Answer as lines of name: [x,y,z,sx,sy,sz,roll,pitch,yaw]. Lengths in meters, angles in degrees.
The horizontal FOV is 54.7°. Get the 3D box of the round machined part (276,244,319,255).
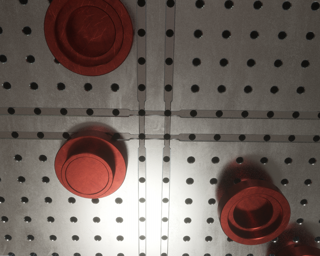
round machined part: [0.222,0.225,0.491,0.099,0.042,0.097,0,110,-1]

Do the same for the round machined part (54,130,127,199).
round machined part: [-0.095,0.056,0.424,0.099,0.042,0.097,0,110,-1]

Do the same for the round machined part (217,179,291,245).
round machined part: [0.132,0.117,0.449,0.099,0.042,0.097,0,110,-1]

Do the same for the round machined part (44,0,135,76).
round machined part: [-0.079,-0.113,0.362,0.099,0.042,0.097,0,110,-1]
